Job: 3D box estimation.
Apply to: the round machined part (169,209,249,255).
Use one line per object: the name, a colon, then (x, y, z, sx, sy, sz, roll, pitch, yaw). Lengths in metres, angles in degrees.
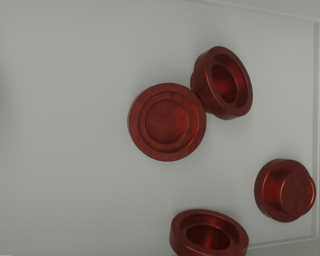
round machined part: (0.060, 0.149, 0.399, 0.099, 0.098, 0.042, 1, 108, -20)

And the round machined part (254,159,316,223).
round machined part: (0.199, 0.098, 0.477, 0.099, 0.042, 0.097, 0, 90, -21)

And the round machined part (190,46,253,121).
round machined part: (0.079, -0.057, 0.419, 0.099, 0.042, 0.098, 16, 65, -37)

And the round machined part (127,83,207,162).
round machined part: (0.007, -0.008, 0.400, 0.099, 0.042, 0.097, -1, 94, -14)
